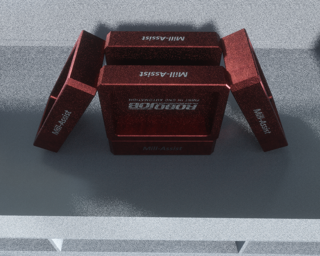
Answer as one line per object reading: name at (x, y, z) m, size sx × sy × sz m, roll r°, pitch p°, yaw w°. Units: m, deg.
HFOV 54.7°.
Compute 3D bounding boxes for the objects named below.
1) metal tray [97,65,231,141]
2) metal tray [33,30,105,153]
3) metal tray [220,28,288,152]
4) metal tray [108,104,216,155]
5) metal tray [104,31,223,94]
metal tray at (0.004, -0.025, 0.342) m, size 0.131 × 0.089 × 0.030 m, roll 0°, pitch 50°, yaw -1°
metal tray at (-0.109, -0.040, 0.370) m, size 0.030 × 0.129 × 0.090 m, roll 22°, pitch 46°, yaw -24°
metal tray at (0.114, -0.042, 0.372) m, size 0.030 × 0.130 × 0.090 m, roll -20°, pitch 47°, yaw 23°
metal tray at (0.003, -0.009, 0.408) m, size 0.131 × 0.030 × 0.090 m, roll 0°, pitch 50°, yaw -1°
metal tray at (0.004, -0.072, 0.381) m, size 0.131 × 0.089 × 0.030 m, roll 0°, pitch 50°, yaw 0°
